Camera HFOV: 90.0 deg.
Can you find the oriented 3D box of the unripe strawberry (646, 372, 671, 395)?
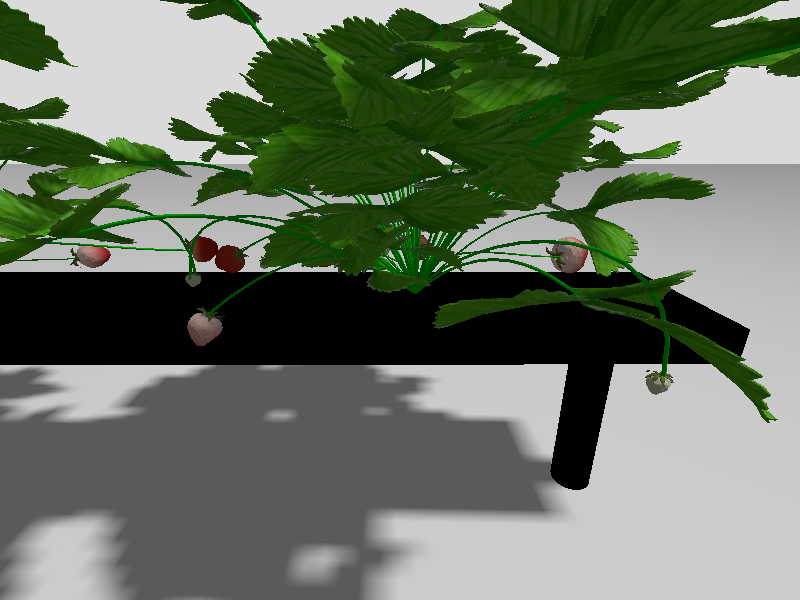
[{"bbox_3d":[0.130,0.043,0.203,0.011,0.010,0.010,-13,24,-31],"label":"unripe strawberry"}]

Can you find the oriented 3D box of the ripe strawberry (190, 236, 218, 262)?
[{"bbox_3d":[-0.229,-0.060,0.469,0.030,0.031,0.027,-10,23,-26],"label":"ripe strawberry"}]

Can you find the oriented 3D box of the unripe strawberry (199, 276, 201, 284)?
[{"bbox_3d":[-0.194,-0.019,0.382,0.010,0.010,0.009,-1,21,-3],"label":"unripe strawberry"}]

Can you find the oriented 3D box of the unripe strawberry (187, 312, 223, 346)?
[{"bbox_3d":[-0.134,0.020,0.273,0.021,0.022,0.024,26,1,-40],"label":"unripe strawberry"}]

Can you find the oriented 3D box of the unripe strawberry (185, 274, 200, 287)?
[{"bbox_3d":[-0.182,-0.017,0.352,0.011,0.011,0.011,-2,21,-4],"label":"unripe strawberry"}]

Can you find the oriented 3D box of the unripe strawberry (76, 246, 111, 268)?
[{"bbox_3d":[-0.343,-0.050,0.448,0.031,0.026,0.031,-18,27,-40],"label":"unripe strawberry"}]

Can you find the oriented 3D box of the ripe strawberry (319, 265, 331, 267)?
[{"bbox_3d":[-0.091,-0.062,0.459,0.048,0.047,0.045,18,27,40],"label":"ripe strawberry"}]

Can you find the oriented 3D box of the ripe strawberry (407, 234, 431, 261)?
[{"bbox_3d":[0.019,-0.063,0.476,0.037,0.033,0.033,1,20,2],"label":"ripe strawberry"}]

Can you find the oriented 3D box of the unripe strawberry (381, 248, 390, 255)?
[{"bbox_3d":[-0.022,-0.064,0.500,0.020,0.017,0.020,-5,-6,-14],"label":"unripe strawberry"}]

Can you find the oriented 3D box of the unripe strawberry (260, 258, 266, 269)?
[{"bbox_3d":[-0.151,-0.040,0.446,0.011,0.012,0.010,-43,-4,33],"label":"unripe strawberry"}]

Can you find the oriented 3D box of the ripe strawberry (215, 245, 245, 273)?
[{"bbox_3d":[-0.185,-0.043,0.432,0.032,0.031,0.029,-16,13,25],"label":"ripe strawberry"}]
